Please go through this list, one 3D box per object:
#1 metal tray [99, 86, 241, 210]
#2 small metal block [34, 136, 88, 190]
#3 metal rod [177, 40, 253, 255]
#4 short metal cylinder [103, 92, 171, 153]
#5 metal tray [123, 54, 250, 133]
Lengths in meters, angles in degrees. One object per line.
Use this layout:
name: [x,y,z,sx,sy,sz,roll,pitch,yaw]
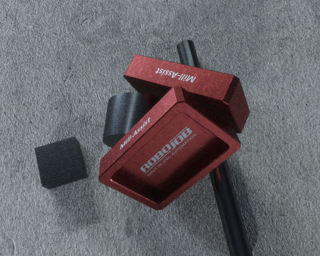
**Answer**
metal tray: [0.008,0.028,0.333,0.090,0.130,0.030,34,26,-27]
small metal block: [-0.124,0.044,0.390,0.050,0.025,0.050,-17,71,-7]
metal rod: [0.066,0.017,0.402,0.025,0.025,0.299,-10,70,-4]
short metal cylinder: [-0.026,-0.003,0.380,0.081,0.080,0.050,4,70,1]
metal tray: [0.033,-0.039,0.364,0.130,0.090,0.030,19,77,29]
